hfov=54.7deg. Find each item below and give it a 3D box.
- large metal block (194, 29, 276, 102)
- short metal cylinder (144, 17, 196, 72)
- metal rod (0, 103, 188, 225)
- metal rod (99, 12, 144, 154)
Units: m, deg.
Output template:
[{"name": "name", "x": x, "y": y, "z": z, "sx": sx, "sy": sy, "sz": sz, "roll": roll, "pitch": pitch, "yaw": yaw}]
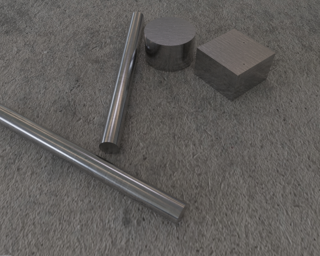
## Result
[{"name": "large metal block", "x": 0.111, "y": -0.097, "z": 0.470, "sx": 0.081, "sy": 0.050, "sz": 0.080, "roll": -32, "pitch": 57, "yaw": -24}, {"name": "short metal cylinder", "x": 0.016, "y": -0.136, "z": 0.502, "sx": 0.081, "sy": 0.050, "sz": 0.080, "roll": 0, "pitch": 50, "yaw": 0}, {"name": "metal rod", "x": -0.106, "y": 0.031, "z": 0.376, "sx": 0.301, "sy": 0.025, "sz": 0.025, "roll": 25, "pitch": 54, "yaw": 19}, {"name": "metal rod", "x": -0.052, "y": -0.090, "z": 0.478, "sx": 0.025, "sy": 0.025, "sz": 0.300, "roll": 3, "pitch": 50, "yaw": 3}]
